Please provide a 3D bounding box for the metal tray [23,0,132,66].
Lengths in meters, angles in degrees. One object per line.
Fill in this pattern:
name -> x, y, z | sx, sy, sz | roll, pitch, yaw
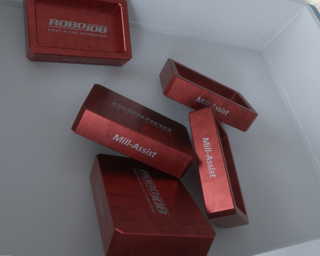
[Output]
metal tray -> -0.106, -0.132, 0.407 | 0.131, 0.030, 0.089 | -3, 84, -30

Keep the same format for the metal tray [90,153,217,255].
metal tray -> -0.015, 0.073, 0.304 | 0.091, 0.030, 0.130 | 11, 19, -23

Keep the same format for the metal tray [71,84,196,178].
metal tray -> -0.027, 0.001, 0.360 | 0.131, 0.030, 0.090 | 25, 20, -13

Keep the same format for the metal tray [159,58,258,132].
metal tray -> 0.066, -0.049, 0.442 | 0.131, 0.030, 0.090 | 23, 23, -15

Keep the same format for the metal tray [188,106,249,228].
metal tray -> 0.072, 0.049, 0.379 | 0.090, 0.030, 0.130 | 45, 33, -56
